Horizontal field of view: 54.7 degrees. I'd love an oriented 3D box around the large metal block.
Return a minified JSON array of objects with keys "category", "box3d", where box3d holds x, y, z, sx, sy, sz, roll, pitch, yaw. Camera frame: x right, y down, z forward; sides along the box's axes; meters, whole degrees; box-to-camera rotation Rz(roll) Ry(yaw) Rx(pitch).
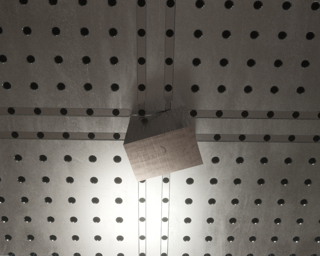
[{"category":"large metal block","box3d":[0.004,0.016,0.390,0.080,0.080,0.050,-16,110,5]}]
